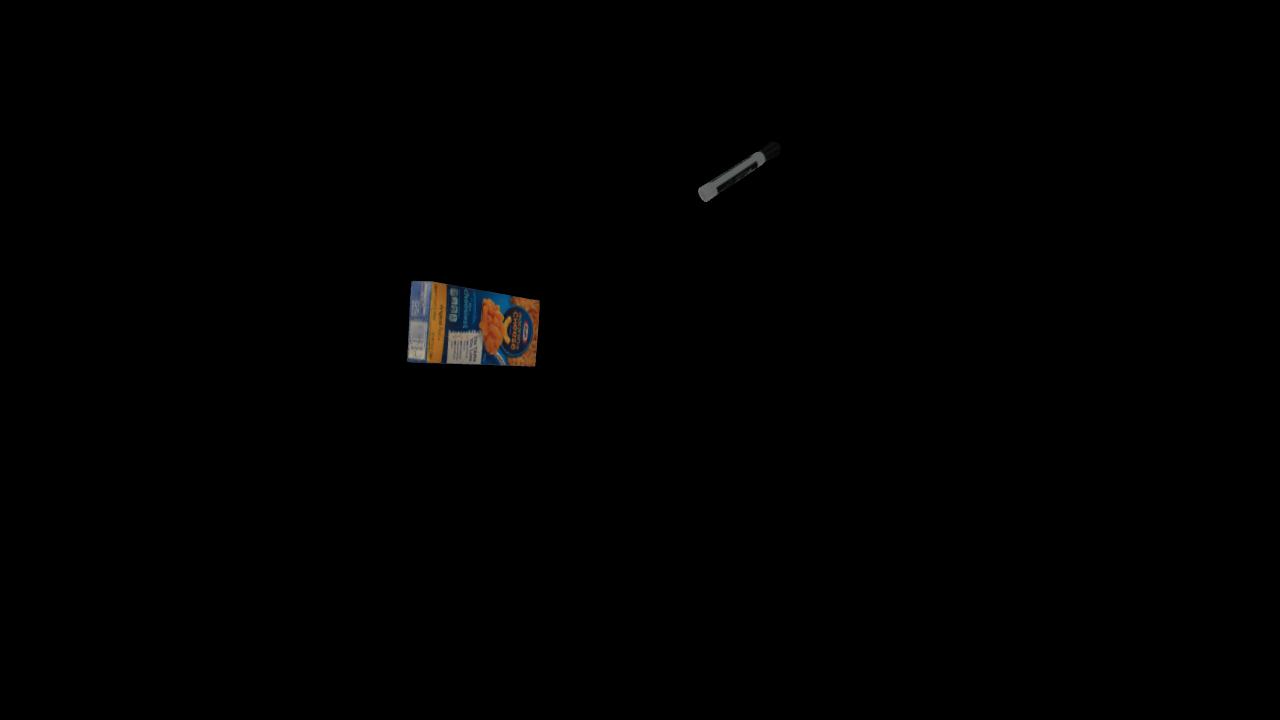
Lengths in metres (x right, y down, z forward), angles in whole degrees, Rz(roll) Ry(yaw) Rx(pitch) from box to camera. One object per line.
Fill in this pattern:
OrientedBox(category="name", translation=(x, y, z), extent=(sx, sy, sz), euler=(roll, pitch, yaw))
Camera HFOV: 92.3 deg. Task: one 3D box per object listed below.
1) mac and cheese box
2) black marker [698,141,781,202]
OrientedBox(category="mac and cheese box", translation=(-0.198, -0.039, 0.756), extent=(0.041, 0.093, 0.184), euler=(3, 0, 30))
OrientedBox(category="black marker", translation=(0.122, -0.228, 0.739), extent=(0.121, 0.020, 0.020), euler=(-35, 9, -14))
